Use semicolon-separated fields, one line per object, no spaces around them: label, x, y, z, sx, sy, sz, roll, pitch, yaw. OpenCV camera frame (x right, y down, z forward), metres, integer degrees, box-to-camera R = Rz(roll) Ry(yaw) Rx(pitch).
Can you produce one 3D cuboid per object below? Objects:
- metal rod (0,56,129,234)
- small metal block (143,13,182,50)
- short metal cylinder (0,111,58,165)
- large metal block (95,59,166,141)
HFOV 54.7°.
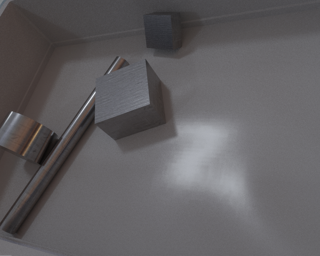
metal rod;-0.136;0.016;0.464;0.025;0.025;0.300;21;73;35
small metal block;0.004;-0.149;0.474;0.050;0.050;0.025;14;33;33
short metal cylinder;-0.202;0.017;0.463;0.080;0.080;0.050;12;68;33
large metal block;-0.042;-0.039;0.434;0.080;0.050;0.080;-18;55;17
